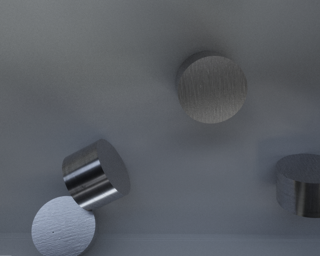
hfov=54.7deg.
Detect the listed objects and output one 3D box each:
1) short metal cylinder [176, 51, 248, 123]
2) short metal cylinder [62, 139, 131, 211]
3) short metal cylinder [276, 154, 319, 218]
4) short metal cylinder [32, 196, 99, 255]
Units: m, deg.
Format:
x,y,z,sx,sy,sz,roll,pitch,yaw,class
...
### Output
x,y,z,sx,sy,sz,roll,pitch,yaw,class
0.060,-0.051,0.380,0.081,0.050,0.079,0,110,-1,short metal cylinder
-0.081,0.061,0.403,0.050,0.080,0.080,-27,108,9,short metal cylinder
0.197,0.074,0.412,0.080,0.080,0.050,-7,110,2,short metal cylinder
-0.127,0.138,0.425,0.081,0.050,0.080,2,68,-5,short metal cylinder
